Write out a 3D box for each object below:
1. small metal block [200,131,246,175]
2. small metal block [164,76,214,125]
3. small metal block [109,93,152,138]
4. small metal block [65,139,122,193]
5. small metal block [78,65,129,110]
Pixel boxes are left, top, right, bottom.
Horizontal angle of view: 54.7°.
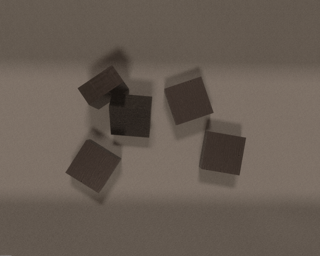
[{"bbox_3d":[0.082,0.033,0.413,0.050,0.025,0.050,10,90,-1],"label":"small metal block"},{"bbox_3d":[0.038,-0.035,0.412,0.050,0.025,0.050,-19,90,-1],"label":"small metal block"},{"bbox_3d":[-0.037,-0.015,0.397,0.050,0.050,0.025,5,46,-1],"label":"small metal block"},{"bbox_3d":[-0.087,0.050,0.410,0.050,0.025,0.050,32,90,-1],"label":"small metal block"},{"bbox_3d":[-0.071,-0.050,0.397,0.050,0.050,0.025,-34,87,0],"label":"small metal block"}]
